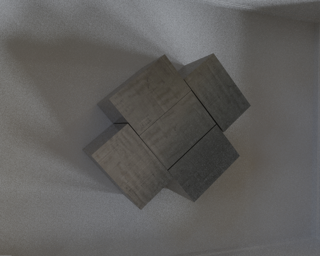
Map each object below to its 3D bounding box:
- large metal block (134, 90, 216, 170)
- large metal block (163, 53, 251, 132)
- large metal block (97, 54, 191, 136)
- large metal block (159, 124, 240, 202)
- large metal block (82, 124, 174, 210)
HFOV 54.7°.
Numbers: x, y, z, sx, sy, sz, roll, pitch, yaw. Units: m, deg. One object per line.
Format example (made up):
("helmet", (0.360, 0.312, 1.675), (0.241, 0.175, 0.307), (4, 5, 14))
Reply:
("large metal block", (0.008, 0.002, 0.385), (0.080, 0.080, 0.050), (-42, 104, -15))
("large metal block", (0.055, -0.042, 0.402), (0.050, 0.080, 0.080), (-43, 104, -15))
("large metal block", (-0.022, -0.037, 0.372), (0.080, 0.080, 0.050), (-42, 104, -15))
("large metal block", (0.039, 0.040, 0.396), (0.080, 0.080, 0.050), (-42, 104, -15))
("large metal block", (-0.041, 0.041, 0.366), (0.050, 0.080, 0.080), (-43, 104, -15))
